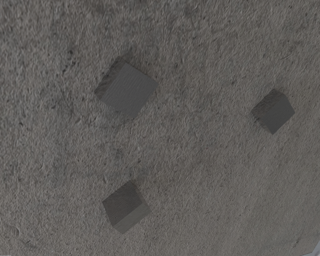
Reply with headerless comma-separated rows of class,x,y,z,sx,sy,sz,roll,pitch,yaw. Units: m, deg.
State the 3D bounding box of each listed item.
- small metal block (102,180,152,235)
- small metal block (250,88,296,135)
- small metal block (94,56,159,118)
small metal block,-0.047,0.110,0.433,0.050,0.050,0.025,-38,129,-3
small metal block,0.179,-0.025,0.489,0.050,0.025,0.050,-45,129,3
small metal block,-0.038,-0.046,0.357,0.050,0.025,0.050,28,103,-38
